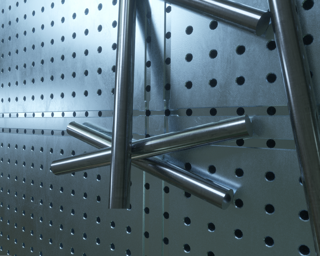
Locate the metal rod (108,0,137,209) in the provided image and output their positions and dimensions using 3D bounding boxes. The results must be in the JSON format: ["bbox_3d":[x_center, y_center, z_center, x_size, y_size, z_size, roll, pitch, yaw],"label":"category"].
[{"bbox_3d":[-0.047,-0.049,0.405,0.025,0.025,0.299,-13,69,39],"label":"metal rod"}]

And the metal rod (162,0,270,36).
[{"bbox_3d":[0.005,-0.180,0.403,0.300,0.025,0.025,35,112,34],"label":"metal rod"}]

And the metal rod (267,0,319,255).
[{"bbox_3d":[0.140,0.010,0.292,0.025,0.025,0.298,-13,82,39],"label":"metal rod"}]

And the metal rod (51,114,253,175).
[{"bbox_3d":[-0.032,0.029,0.404,0.300,0.025,0.025,-14,81,30],"label":"metal rod"}]

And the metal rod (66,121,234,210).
[{"bbox_3d":[-0.036,0.040,0.437,0.300,0.025,0.025,19,102,38],"label":"metal rod"}]
